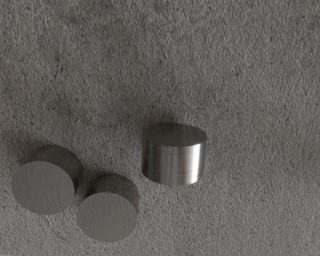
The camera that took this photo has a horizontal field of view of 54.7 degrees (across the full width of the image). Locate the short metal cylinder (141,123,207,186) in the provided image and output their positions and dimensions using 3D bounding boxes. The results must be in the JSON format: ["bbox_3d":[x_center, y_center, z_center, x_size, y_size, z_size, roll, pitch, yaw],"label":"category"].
[{"bbox_3d":[0.017,0.030,0.392,0.081,0.080,0.050,2,110,-1],"label":"short metal cylinder"}]

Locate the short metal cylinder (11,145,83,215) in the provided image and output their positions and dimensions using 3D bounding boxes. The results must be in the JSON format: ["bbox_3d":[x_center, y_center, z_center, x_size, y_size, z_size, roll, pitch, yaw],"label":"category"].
[{"bbox_3d":[-0.150,0.070,0.421,0.081,0.050,0.079,0,110,0],"label":"short metal cylinder"}]

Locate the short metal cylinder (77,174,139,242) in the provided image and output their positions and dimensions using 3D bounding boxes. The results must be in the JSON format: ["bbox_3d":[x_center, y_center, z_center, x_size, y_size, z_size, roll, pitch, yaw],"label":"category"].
[{"bbox_3d":[-0.071,0.112,0.437,0.081,0.050,0.079,0,110,0],"label":"short metal cylinder"}]
